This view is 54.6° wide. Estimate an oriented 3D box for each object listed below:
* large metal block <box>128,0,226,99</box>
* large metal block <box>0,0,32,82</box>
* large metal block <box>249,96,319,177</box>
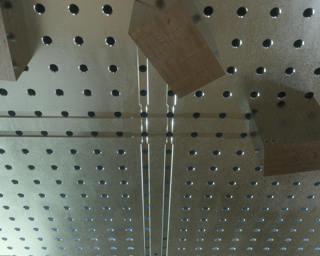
[{"bbox_3d":[0.017,-0.089,0.300,0.050,0.080,0.080,-27,125,21],"label":"large metal block"},{"bbox_3d":[-0.184,-0.098,0.311,0.080,0.050,0.080,5,130,-5],"label":"large metal block"},{"bbox_3d":[0.160,0.009,0.384,0.080,0.080,0.050,-8,130,7],"label":"large metal block"}]
